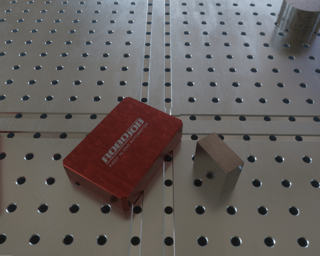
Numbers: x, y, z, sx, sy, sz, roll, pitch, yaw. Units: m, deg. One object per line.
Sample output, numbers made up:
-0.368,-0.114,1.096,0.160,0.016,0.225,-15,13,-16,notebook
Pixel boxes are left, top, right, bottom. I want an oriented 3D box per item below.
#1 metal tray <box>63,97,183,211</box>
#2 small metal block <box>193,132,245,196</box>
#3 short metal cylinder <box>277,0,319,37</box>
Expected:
-0.041,0.025,0.383,0.090,0.030,0.130,25,54,19,metal tray
0.066,0.042,0.357,0.025,0.050,0.050,-27,55,-21,small metal block
0.264,-0.214,0.575,0.081,0.050,0.080,0,50,0,short metal cylinder
